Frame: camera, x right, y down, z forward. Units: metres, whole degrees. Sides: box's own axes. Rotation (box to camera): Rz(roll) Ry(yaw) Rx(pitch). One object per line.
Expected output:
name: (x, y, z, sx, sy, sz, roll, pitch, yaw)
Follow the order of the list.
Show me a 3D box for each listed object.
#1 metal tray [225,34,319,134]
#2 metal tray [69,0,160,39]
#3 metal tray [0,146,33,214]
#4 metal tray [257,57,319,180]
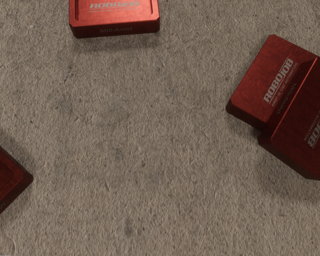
metal tray: (0.162, -0.058, 0.429, 0.090, 0.030, 0.130, 31, 73, 10)
metal tray: (-0.069, -0.187, 0.472, 0.131, 0.030, 0.090, -5, 70, -3)
metal tray: (-0.235, 0.079, 0.373, 0.090, 0.030, 0.130, 38, 74, 12)
metal tray: (0.193, -0.011, 0.389, 0.090, 0.030, 0.130, 35, 79, -10)
